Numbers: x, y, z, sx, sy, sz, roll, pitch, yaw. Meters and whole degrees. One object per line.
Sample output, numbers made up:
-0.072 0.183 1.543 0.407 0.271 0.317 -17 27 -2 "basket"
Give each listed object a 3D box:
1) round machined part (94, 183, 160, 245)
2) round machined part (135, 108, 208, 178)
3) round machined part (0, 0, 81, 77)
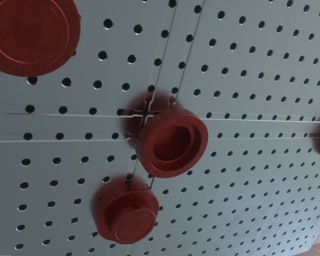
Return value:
-0.045 0.133 0.459 0.099 0.042 0.097 -14 125 -21 "round machined part"
0.013 0.016 0.419 0.099 0.042 0.097 -14 125 -21 "round machined part"
-0.121 -0.091 0.278 0.099 0.042 0.097 -14 124 -21 "round machined part"
